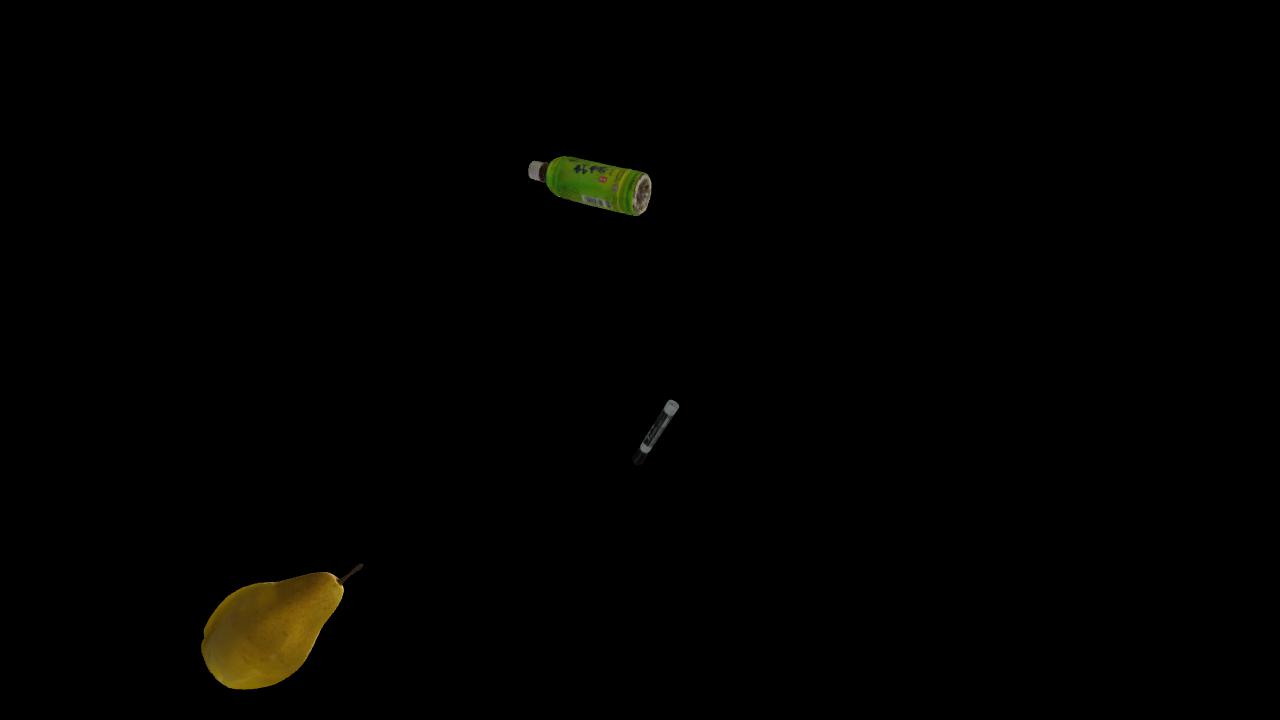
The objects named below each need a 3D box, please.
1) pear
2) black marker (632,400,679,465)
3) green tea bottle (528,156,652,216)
[{"bbox_3d":[-0.266,0.194,0.467,0.111,0.080,0.080,-37,4,-5],"label":"pear"},{"bbox_3d":[0.021,0.110,0.909,0.020,0.121,0.020,24,26,-13],"label":"black marker"},{"bbox_3d":[-0.088,-0.291,1.007,0.212,0.073,0.073,17,6,19],"label":"green tea bottle"}]
